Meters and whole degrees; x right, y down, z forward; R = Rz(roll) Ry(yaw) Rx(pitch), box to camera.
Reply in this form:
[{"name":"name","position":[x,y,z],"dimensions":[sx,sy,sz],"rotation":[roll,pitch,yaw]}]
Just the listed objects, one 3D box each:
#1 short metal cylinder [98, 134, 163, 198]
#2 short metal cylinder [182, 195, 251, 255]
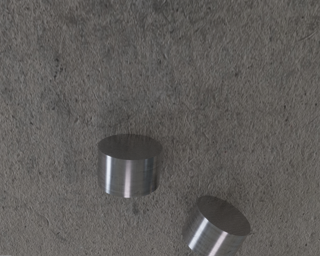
[{"name":"short metal cylinder","position":[-0.039,0.046,0.397],"dimensions":[0.081,0.080,0.050],"rotation":[4,110,-2]},{"name":"short metal cylinder","position":[0.078,0.140,0.433],"dimensions":[0.080,0.080,0.050],"rotation":[22,109,-8]}]
